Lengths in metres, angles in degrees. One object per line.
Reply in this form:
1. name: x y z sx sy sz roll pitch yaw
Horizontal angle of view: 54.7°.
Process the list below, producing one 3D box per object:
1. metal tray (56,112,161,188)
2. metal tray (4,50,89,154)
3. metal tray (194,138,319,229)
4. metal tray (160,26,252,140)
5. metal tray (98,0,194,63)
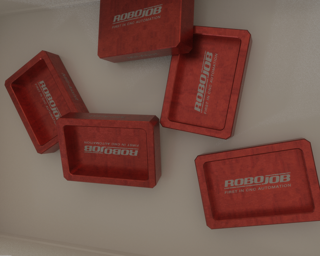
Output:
1. metal tray: -0.066 0.028 0.409 0.131 0.030 0.089 2 108 13
2. metal tray: -0.168 -0.038 0.465 0.090 0.030 0.130 -33 80 16
3. metal tray: 0.114 0.066 0.367 0.130 0.030 0.089 -11 86 19
4. metal tray: 0.057 -0.057 0.387 0.090 0.030 0.129 11 94 19
5. metal tray: -0.021 -0.136 0.395 0.130 0.030 0.089 1 88 35
